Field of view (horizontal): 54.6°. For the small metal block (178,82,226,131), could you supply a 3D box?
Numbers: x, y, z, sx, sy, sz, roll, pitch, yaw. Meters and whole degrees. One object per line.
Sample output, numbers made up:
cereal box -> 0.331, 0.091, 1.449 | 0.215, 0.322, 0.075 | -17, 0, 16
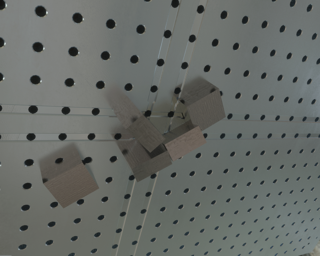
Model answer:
small metal block -> 0.058, -0.027, 0.425 | 0.050, 0.025, 0.050 | -30, 129, -9

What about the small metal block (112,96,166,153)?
small metal block -> -0.026, -0.004, 0.378 | 0.025, 0.050, 0.050 | -42, 129, 1

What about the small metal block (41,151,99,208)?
small metal block -> -0.112, 0.065, 0.390 | 0.050, 0.025, 0.050 | -29, 128, -10

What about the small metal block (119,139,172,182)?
small metal block -> -0.020, 0.036, 0.406 | 0.050, 0.050, 0.025 | -26, 128, -12

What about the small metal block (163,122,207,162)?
small metal block -> 0.027, 0.017, 0.416 | 0.050, 0.050, 0.025 | -29, 102, -10
